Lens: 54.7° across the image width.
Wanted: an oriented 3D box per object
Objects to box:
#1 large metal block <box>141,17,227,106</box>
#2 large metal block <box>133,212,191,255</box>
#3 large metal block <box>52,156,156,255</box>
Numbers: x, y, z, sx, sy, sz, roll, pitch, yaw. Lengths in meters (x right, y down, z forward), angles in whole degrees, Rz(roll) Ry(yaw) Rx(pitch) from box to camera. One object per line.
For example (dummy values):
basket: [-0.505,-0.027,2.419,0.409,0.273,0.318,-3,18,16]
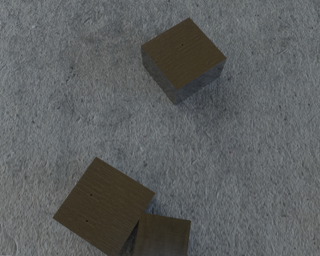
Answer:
large metal block: [0.031,-0.091,0.428,0.080,0.050,0.080,-34,74,-12]
large metal block: [-0.001,0.137,0.329,0.050,0.080,0.080,9,70,3]
large metal block: [-0.060,0.093,0.360,0.080,0.050,0.080,30,73,10]
